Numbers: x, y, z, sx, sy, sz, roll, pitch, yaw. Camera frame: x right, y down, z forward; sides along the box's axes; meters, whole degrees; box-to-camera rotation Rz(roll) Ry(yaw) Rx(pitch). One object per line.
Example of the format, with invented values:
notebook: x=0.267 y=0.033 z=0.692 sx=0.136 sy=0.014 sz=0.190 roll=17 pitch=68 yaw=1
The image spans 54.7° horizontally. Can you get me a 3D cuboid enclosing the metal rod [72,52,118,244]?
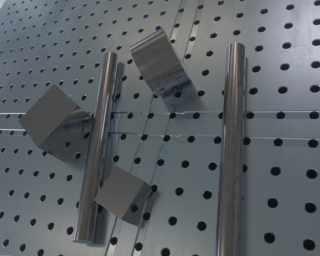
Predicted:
metal rod: x=-0.088 y=0.008 z=0.448 sx=0.025 sy=0.025 sz=0.299 roll=-12 pitch=57 yaw=22

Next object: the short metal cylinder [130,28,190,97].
short metal cylinder: x=0.001 y=-0.090 z=0.427 sx=0.050 sy=0.080 sz=0.080 roll=-28 pitch=52 yaw=11

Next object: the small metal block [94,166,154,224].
small metal block: x=-0.045 y=0.082 z=0.382 sx=0.050 sy=0.025 sz=0.050 roll=22 pitch=73 yaw=36

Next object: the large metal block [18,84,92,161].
large metal block: x=-0.159 y=-0.010 z=0.482 sx=0.080 sy=0.050 sz=0.080 roll=-48 pitch=51 yaw=-6

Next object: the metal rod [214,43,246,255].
metal rod: x=0.081 y=0.025 z=0.350 sx=0.025 sy=0.025 sz=0.299 roll=-5 pitch=59 yaw=25
